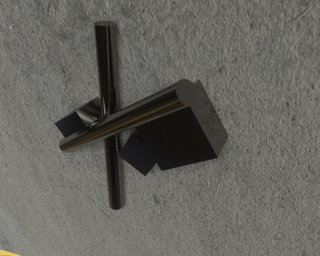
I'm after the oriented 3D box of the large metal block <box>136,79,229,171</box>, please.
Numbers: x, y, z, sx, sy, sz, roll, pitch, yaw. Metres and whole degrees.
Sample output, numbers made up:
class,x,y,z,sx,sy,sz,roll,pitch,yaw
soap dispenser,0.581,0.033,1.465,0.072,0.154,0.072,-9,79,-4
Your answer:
class,x,y,z,sx,sy,sz,roll,pitch,yaw
large metal block,0.024,-0.001,0.376,0.080,0.050,0.080,-19,109,35

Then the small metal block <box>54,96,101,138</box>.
class,x,y,z,sx,sy,sz,roll,pitch,yaw
small metal block,-0.111,-0.016,0.437,0.050,0.050,0.025,-22,107,36

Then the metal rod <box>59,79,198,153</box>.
class,x,y,z,sx,sy,sz,roll,pitch,yaw
metal rod,-0.064,-0.001,0.385,0.299,0.025,0.025,-18,110,52

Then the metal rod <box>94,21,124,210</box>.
class,x,y,z,sx,sy,sz,roll,pitch,yaw
metal rod,-0.069,0.003,0.442,0.025,0.025,0.298,15,125,19

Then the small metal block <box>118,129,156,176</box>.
class,x,y,z,sx,sy,sz,roll,pitch,yaw
small metal block,-0.024,0.033,0.438,0.050,0.025,0.050,38,129,2
